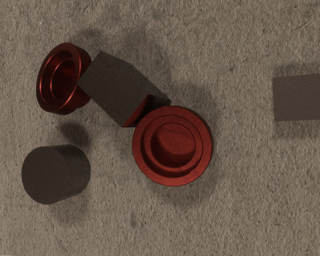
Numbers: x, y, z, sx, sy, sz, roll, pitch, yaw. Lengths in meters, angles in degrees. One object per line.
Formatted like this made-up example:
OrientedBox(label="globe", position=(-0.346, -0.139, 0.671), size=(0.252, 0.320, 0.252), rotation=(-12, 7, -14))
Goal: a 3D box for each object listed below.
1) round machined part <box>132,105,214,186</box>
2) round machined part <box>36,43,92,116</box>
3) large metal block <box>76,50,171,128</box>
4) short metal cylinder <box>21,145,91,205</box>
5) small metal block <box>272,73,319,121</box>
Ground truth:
OrientedBox(label="round machined part", position=(0.018, 0.020, 0.389), size=(0.098, 0.042, 0.097), rotation=(1, 95, 14))
OrientedBox(label="round machined part", position=(-0.126, -0.065, 0.432), size=(0.098, 0.042, 0.098), rotation=(-10, 73, 36))
OrientedBox(label="large metal block", position=(-0.043, -0.046, 0.394), size=(0.080, 0.080, 0.050), rotation=(43, 104, 14))
OrientedBox(label="short metal cylinder", position=(-0.149, 0.065, 0.447), size=(0.080, 0.050, 0.079), rotation=(0, 90, 19))
OrientedBox(label="small metal block", position=(0.156, -0.033, 0.354), size=(0.050, 0.025, 0.050), rotation=(-3, 89, 19))
